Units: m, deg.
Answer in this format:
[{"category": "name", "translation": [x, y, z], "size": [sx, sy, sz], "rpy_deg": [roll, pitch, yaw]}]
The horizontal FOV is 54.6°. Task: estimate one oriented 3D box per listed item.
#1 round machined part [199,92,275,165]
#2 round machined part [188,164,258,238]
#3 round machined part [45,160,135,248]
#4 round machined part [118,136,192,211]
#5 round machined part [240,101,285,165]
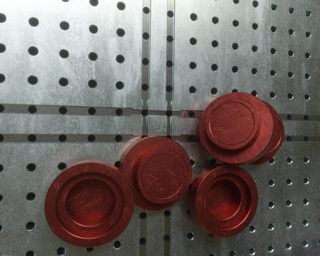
[{"category": "round machined part", "translation": [0.098, -0.002, 0.410], "size": [0.042, 0.098, 0.098], "rpy_deg": [31, 76, -63]}, {"category": "round machined part", "translation": [0.084, 0.098, 0.434], "size": [0.099, 0.042, 0.097], "rpy_deg": [0, 90, -20]}, {"category": "round machined part", "translation": [-0.081, 0.086, 0.368], "size": [0.099, 0.042, 0.097], "rpy_deg": [-1, 93, -11]}, {"category": "round machined part", "translation": [-0.003, 0.059, 0.402], "size": [0.099, 0.042, 0.097], "rpy_deg": [0, 90, -20]}, {"category": "round machined part", "translation": [0.142, 0.006, 0.455], "size": [0.099, 0.042, 0.097], "rpy_deg": [0, 90, -20]}]
